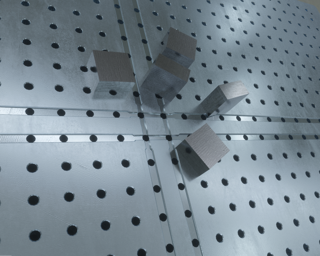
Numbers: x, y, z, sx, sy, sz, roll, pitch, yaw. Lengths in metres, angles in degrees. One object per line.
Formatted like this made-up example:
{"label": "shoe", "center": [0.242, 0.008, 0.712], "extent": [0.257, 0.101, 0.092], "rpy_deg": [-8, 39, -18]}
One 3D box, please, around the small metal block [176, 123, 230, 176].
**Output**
{"label": "small metal block", "center": [0.059, 0.029, 0.425], "extent": [0.050, 0.025, 0.050], "rpy_deg": [-34, 81, -38]}

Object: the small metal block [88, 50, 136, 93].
{"label": "small metal block", "center": [-0.066, -0.076, 0.420], "extent": [0.050, 0.025, 0.050], "rpy_deg": [-2, 63, -30]}

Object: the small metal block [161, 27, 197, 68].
{"label": "small metal block", "center": [0.031, -0.130, 0.506], "extent": [0.050, 0.025, 0.050], "rpy_deg": [21, 54, -16]}

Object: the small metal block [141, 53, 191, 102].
{"label": "small metal block", "center": [0.008, -0.071, 0.441], "extent": [0.050, 0.050, 0.025], "rpy_deg": [26, 53, -13]}

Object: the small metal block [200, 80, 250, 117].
{"label": "small metal block", "center": [0.099, -0.045, 0.475], "extent": [0.050, 0.050, 0.025], "rpy_deg": [-17, 71, -35]}
